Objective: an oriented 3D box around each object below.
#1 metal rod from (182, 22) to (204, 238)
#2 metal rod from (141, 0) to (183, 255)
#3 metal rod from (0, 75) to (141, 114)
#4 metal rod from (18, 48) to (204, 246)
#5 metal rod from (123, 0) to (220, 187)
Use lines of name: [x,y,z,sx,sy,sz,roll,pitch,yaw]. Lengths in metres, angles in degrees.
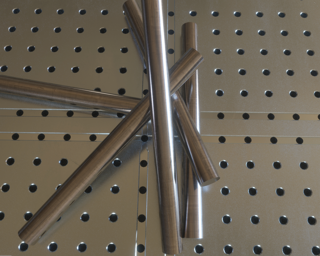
metal rod: [0.042,-0.011,0.415,0.025,0.025,0.299,1,70,0]
metal rod: [0.002,-0.006,0.357,0.025,0.025,0.298,-5,92,-2]
metal rod: [-0.143,-0.048,0.428,0.301,0.025,0.025,10,70,3]
metal rod: [-0.055,0.019,0.376,0.025,0.025,0.300,42,86,13]
metal rod: [0.006,-0.064,0.418,0.025,0.025,0.299,-19,65,-7]
